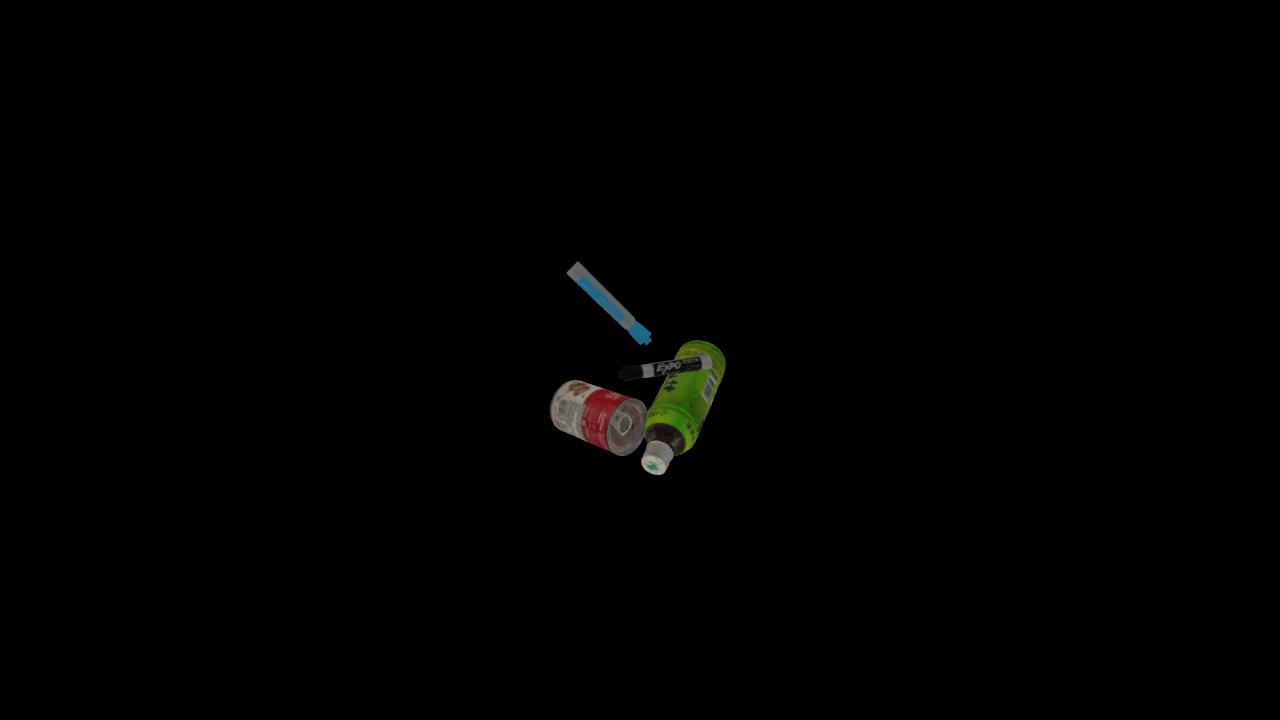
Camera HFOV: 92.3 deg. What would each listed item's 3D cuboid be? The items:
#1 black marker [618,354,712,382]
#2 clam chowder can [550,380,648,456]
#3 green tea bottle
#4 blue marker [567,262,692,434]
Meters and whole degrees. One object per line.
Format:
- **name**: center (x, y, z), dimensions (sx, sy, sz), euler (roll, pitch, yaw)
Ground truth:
- **black marker**: center (0.031, 0.010, 0.754), dimensions (0.121, 0.020, 0.020), euler (-8, 3, -20)
- **clam chowder can**: center (-0.050, 0.066, 0.727), dimensions (0.102, 0.068, 0.068), euler (15, 10, 40)
- **green tea bottle**: center (0.051, 0.058, 0.763), dimensions (0.073, 0.073, 0.212), euler (0, 33, 22)
- **blue marker**: center (-0.032, -0.061, 0.687), dimensions (0.121, 0.020, 0.020), euler (44, -11, -11)
